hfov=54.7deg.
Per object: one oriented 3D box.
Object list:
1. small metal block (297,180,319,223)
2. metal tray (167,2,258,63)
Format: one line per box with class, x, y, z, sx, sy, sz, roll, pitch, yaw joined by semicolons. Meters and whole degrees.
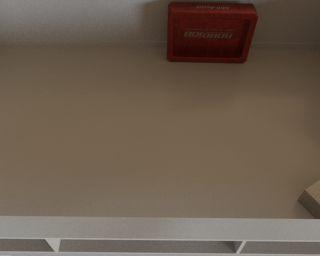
small metal block;0.191;0.081;0.339;0.050;0.025;0.050;-25;55;-20
metal tray;0.077;-0.148;0.488;0.131;0.089;0.030;1;50;1
